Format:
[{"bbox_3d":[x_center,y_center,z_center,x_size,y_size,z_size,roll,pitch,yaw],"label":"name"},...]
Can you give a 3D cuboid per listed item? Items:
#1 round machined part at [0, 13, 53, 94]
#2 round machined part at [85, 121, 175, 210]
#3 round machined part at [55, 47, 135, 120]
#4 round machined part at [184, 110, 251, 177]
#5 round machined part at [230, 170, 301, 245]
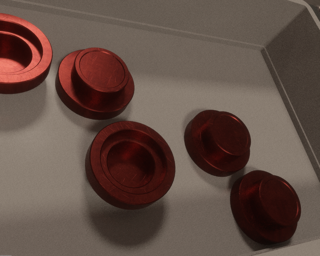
[{"bbox_3d":[-0.175,-0.078,0.348,0.099,0.042,0.098,14,56,-21],"label":"round machined part"},{"bbox_3d":[-0.036,0.044,0.350,0.099,0.042,0.098,14,56,-21],"label":"round machined part"},{"bbox_3d":[-0.078,-0.063,0.392,0.099,0.042,0.098,14,56,-21],"label":"round machined part"},{"bbox_3d":[0.087,0.016,0.434,0.099,0.042,0.098,14,56,-21],"label":"round machined part"},{"bbox_3d":[0.147,0.102,0.414,0.099,0.042,0.098,14,56,-21],"label":"round machined part"}]
